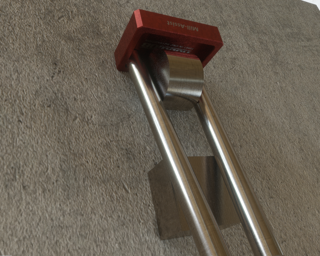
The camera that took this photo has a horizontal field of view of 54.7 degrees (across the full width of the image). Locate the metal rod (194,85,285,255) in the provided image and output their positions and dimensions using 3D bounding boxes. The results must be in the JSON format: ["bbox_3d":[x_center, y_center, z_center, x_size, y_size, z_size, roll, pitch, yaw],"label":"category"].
[{"bbox_3d":[0.070,0.011,0.378,0.025,0.025,0.300,8,43,-24],"label":"metal rod"}]

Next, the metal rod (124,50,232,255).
[{"bbox_3d":[0.007,0.009,0.346,0.025,0.025,0.300,2,46,-28],"label":"metal rod"}]

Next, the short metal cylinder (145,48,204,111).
[{"bbox_3d":[0.015,-0.064,0.419,0.050,0.080,0.080,2,61,-28],"label":"short metal cylinder"}]

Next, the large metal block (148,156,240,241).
[{"bbox_3d":[0.039,0.080,0.361,0.081,0.050,0.080,2,61,-28],"label":"large metal block"}]

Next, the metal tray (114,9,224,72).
[{"bbox_3d":[0.011,-0.112,0.439,0.131,0.090,0.030,2,61,-28],"label":"metal tray"}]
